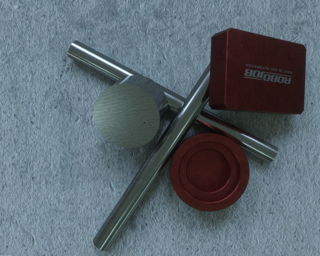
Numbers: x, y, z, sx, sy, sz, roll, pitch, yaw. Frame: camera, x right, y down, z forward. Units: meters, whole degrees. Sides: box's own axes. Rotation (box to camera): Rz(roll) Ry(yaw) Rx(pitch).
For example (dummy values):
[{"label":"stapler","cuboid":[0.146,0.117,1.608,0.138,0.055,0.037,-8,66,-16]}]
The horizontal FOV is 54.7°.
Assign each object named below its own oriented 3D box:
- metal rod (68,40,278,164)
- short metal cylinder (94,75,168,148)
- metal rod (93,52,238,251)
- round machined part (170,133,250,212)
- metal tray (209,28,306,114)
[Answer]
[{"label":"metal rod","cuboid":[0.017,-0.034,0.412,0.301,0.025,0.025,28,90,0]},{"label":"short metal cylinder","cuboid":[-0.034,-0.022,0.385,0.080,0.050,0.079,4,111,11]},{"label":"metal rod","cuboid":[0.004,0.030,0.394,0.025,0.025,0.299,33,96,0]},{"label":"round machined part","cuboid":[0.062,0.055,0.403,0.099,0.042,0.097,0,90,0]},{"label":"metal tray","cuboid":[0.123,-0.064,0.381,0.131,0.030,0.089,2,90,-28]}]
